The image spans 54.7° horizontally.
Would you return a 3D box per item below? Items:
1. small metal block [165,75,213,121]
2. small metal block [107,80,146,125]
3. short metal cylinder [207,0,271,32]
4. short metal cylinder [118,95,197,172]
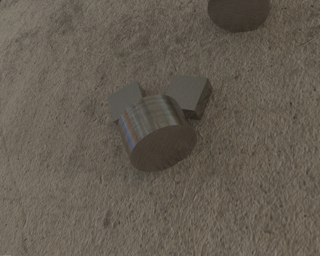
[{"bbox_3d":[0.036,-0.041,0.409,0.050,0.025,0.050,11,67,32],"label":"small metal block"},{"bbox_3d":[-0.044,-0.033,0.445,0.050,0.025,0.050,-28,52,10],"label":"small metal block"},{"bbox_3d":[0.109,-0.177,0.420,0.080,0.080,0.050,0,62,28],"label":"short metal cylinder"},{"bbox_3d":[-0.004,0.007,0.365,0.080,0.080,0.050,-32,52,7],"label":"short metal cylinder"}]
